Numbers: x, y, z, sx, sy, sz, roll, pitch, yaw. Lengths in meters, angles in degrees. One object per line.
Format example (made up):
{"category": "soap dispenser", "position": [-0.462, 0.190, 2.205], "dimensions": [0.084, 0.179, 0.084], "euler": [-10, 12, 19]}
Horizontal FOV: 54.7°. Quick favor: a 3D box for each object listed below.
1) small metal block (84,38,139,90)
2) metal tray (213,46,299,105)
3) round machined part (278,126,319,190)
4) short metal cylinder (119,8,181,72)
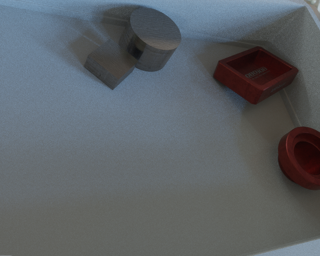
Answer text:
{"category": "small metal block", "position": [-0.066, -0.088, 0.425], "dimensions": [0.050, 0.025, 0.050], "euler": [39, 51, -2]}
{"category": "metal tray", "position": [0.167, -0.095, 0.534], "dimensions": [0.131, 0.030, 0.090], "euler": [-27, 57, -37]}
{"category": "round machined part", "position": [0.227, 0.050, 0.484], "dimensions": [0.099, 0.042, 0.098], "euler": [9, 60, -16]}
{"category": "short metal cylinder", "position": [-0.015, -0.131, 0.463], "dimensions": [0.081, 0.050, 0.080], "euler": [14, 56, -21]}
